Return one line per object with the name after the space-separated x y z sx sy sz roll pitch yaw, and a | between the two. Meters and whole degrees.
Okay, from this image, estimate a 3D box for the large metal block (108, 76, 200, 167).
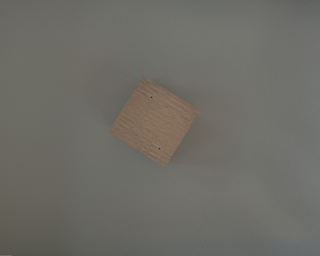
-0.007 -0.008 0.395 0.080 0.050 0.080 32 89 -1 | large metal block
